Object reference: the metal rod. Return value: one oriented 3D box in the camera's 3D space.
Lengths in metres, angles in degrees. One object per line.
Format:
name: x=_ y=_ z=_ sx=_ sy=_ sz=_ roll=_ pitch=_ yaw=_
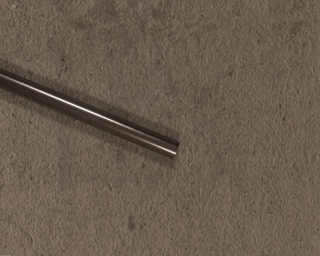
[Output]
metal rod: x=-0.118 y=-0.028 z=0.408 sx=0.301 sy=0.025 sz=0.025 roll=22 pitch=90 yaw=-1
